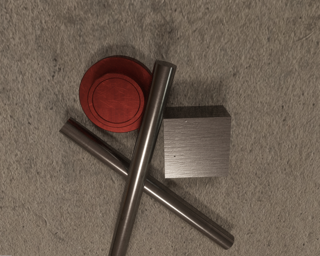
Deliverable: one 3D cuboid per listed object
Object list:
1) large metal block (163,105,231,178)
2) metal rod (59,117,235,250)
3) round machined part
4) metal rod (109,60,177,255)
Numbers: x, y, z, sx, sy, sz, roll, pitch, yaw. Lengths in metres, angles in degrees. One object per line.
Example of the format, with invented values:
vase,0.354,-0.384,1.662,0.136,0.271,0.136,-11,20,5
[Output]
large metal block,0.045,0.017,0.403,0.081,0.050,0.079,-2,110,0
metal rod,-0.010,0.085,0.441,0.301,0.025,0.025,38,105,-13
round machined part,-0.052,-0.039,0.386,0.099,0.042,0.097,0,110,-1
metal rod,-0.029,0.061,0.402,0.025,0.025,0.298,13,114,-5
